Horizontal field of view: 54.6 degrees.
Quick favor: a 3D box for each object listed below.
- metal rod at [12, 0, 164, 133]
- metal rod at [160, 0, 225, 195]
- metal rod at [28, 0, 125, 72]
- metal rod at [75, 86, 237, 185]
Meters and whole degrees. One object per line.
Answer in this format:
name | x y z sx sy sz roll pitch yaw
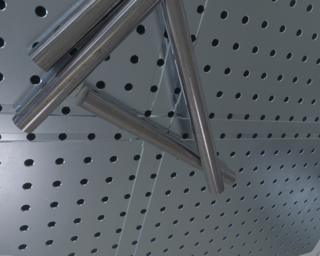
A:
metal rod | -0.037 -0.104 0.307 0.300 0.025 0.025 -43 130 8
metal rod | 0.047 -0.028 0.399 0.025 0.025 0.299 -26 122 -12
metal rod | -0.009 -0.165 0.303 0.300 0.025 0.025 -42 129 1
metal rod | 0.017 0.025 0.434 0.301 0.025 0.025 30 102 -38
